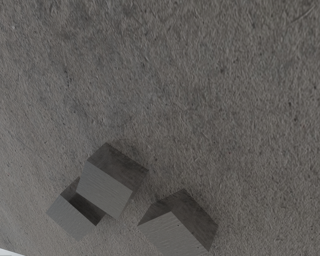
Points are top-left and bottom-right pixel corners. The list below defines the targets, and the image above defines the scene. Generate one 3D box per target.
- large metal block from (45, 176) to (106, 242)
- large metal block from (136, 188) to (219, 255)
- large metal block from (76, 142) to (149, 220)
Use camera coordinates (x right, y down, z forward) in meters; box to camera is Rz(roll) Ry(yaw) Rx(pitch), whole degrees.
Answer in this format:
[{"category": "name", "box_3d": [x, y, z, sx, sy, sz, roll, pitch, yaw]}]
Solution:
[{"category": "large metal block", "box_3d": [-0.148, 0.148, 0.560, 0.080, 0.050, 0.080, 42, 129, -1]}, {"category": "large metal block", "box_3d": [0.026, 0.149, 0.469, 0.080, 0.050, 0.080, 49, 129, -6]}, {"category": "large metal block", "box_3d": [-0.076, 0.083, 0.482, 0.080, 0.050, 0.079, 33, 129, 7]}]
